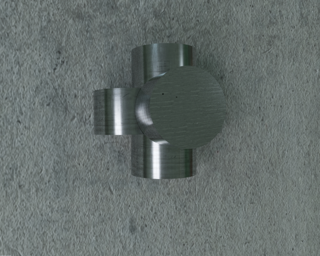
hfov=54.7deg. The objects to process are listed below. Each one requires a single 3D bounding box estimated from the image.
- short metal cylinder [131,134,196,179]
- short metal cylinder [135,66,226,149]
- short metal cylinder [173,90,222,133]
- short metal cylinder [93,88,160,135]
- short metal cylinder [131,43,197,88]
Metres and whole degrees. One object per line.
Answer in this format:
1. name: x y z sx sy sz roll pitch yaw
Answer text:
1. short metal cylinder: 0.005 0.031 0.384 0.081 0.080 0.050 0 90 -20
2. short metal cylinder: 0.020 -0.020 0.320 0.081 0.050 0.079 0 90 -21
3. short metal cylinder: 0.039 -0.019 0.396 0.081 0.080 0.050 0 91 -20
4. short metal cylinder: -0.038 -0.018 0.368 0.081 0.080 0.050 -1 91 -20
5. short metal cylinder: 0.005 -0.070 0.384 0.081 0.080 0.050 -2 91 -20
